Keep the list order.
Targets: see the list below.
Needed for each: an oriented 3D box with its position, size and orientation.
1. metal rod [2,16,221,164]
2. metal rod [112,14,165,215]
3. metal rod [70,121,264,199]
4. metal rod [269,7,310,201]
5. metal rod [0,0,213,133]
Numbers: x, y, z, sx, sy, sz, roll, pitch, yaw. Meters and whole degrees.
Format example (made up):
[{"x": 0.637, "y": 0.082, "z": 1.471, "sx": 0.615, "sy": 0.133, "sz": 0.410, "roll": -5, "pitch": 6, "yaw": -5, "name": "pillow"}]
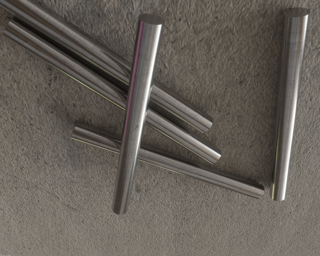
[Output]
[{"x": -0.038, "y": -0.032, "z": 0.379, "sx": 0.301, "sy": 0.025, "sz": 0.025, "roll": 32, "pitch": 123, "yaw": -25, "name": "metal rod"}, {"x": -0.034, "y": 0.011, "z": 0.381, "sx": 0.025, "sy": 0.025, "sz": 0.298, "roll": 8, "pitch": 130, "yaw": -7, "name": "metal rod"}, {"x": 0.022, "y": 0.052, "z": 0.451, "sx": 0.302, "sy": 0.025, "sz": 0.025, "roll": 20, "pitch": 127, "yaw": -17, "name": "metal rod"}, {"x": 0.163, "y": -0.004, "z": 0.404, "sx": 0.025, "sy": 0.025, "sz": 0.298, "roll": -8, "pitch": 130, "yaw": 6, "name": "metal rod"}, {"x": -0.058, "y": -0.075, "z": 0.342, "sx": 0.301, "sy": 0.025, "sz": 0.025, "roll": 31, "pitch": 124, "yaw": -24, "name": "metal rod"}]
